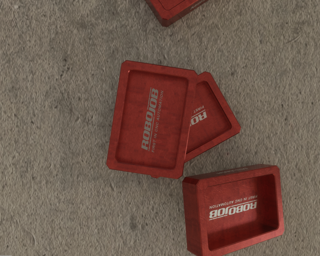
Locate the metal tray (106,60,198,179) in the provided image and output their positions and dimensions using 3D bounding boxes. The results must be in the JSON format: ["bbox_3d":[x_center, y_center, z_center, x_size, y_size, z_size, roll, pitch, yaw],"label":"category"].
[{"bbox_3d":[-0.009,-0.010,0.376,0.091,0.030,0.129,9,90,0],"label":"metal tray"}]

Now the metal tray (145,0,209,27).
[{"bbox_3d":[0.035,-0.207,0.407,0.130,0.030,0.090,-33,90,0],"label":"metal tray"}]

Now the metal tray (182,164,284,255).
[{"bbox_3d":[0.093,0.097,0.378,0.131,0.030,0.089,-5,90,-29],"label":"metal tray"}]

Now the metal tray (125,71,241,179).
[{"bbox_3d":[0.027,-0.004,0.407,0.130,0.030,0.090,-29,90,0],"label":"metal tray"}]
